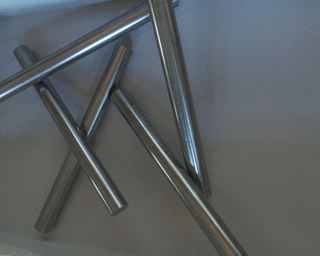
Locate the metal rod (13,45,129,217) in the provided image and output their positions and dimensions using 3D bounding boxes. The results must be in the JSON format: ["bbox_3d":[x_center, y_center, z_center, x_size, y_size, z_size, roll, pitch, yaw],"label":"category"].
[{"bbox_3d":[-0.134,-0.010,0.434,0.025,0.025,0.300,-43,68,15],"label":"metal rod"}]

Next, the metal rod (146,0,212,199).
[{"bbox_3d":[0.019,-0.051,0.340,0.025,0.025,0.298,-6,112,20],"label":"metal rod"}]

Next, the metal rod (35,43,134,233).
[{"bbox_3d":[-0.113,0.021,0.450,0.025,0.025,0.298,29,99,17],"label":"metal rod"}]

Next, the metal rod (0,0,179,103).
[{"bbox_3d":[-0.114,-0.107,0.426,0.301,0.025,0.025,-26,81,8],"label":"metal rod"}]

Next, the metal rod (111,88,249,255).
[{"bbox_3d":[0.024,0.063,0.370,0.025,0.025,0.300,-44,65,15],"label":"metal rod"}]
